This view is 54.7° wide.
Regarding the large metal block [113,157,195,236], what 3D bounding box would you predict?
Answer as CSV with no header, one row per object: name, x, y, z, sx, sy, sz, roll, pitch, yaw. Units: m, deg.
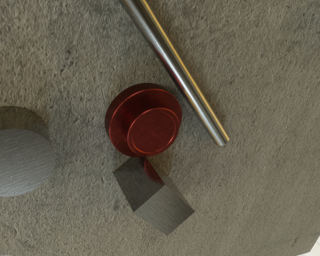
large metal block,-0.009,0.087,0.422,0.050,0.080,0.080,-42,130,0

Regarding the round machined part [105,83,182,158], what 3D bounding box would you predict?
round machined part,-0.015,-0.003,0.387,0.099,0.042,0.097,-14,125,-21

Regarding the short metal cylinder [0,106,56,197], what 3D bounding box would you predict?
short metal cylinder,-0.154,0.024,0.321,0.081,0.050,0.079,-14,125,-21

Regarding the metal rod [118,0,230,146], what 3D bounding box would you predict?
metal rod,0.020,-0.072,0.374,0.025,0.025,0.300,-40,130,-1
